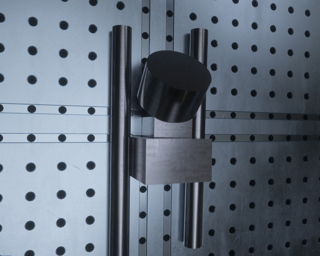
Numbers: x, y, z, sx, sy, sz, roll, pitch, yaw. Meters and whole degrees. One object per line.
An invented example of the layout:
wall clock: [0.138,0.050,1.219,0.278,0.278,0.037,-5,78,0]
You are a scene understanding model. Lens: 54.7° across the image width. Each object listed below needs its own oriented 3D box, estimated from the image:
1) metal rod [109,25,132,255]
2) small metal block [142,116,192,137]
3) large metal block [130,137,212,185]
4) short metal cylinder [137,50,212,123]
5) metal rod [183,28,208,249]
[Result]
metal rod: [-0.050,0.022,0.394,0.025,0.025,0.298,1,90,-20]
small metal block: [0.008,-0.001,0.402,0.050,0.050,0.025,1,90,-21]
large metal block: [0.009,0.037,0.384,0.081,0.080,0.050,1,90,-20]
short metal cylinder: [0.017,-0.052,0.382,0.081,0.050,0.080,11,43,-10]
metal rod: [0.050,0.013,0.431,0.025,0.025,0.298,2,89,-20]
